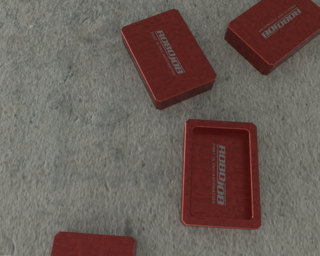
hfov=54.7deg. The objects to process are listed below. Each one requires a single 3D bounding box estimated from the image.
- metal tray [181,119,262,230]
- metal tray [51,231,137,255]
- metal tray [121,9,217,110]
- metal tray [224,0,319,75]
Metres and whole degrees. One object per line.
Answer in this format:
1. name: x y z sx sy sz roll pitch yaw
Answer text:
1. metal tray: 0.074 0.056 0.385 0.091 0.030 0.130 4 70 1
2. metal tray: -0.077 0.184 0.337 0.091 0.030 0.130 4 70 1
3. metal tray: 0.010 -0.100 0.442 0.091 0.030 0.130 -23 72 -9
4. metal tray: 0.174 -0.150 0.462 0.131 0.030 0.090 -37 75 -13
